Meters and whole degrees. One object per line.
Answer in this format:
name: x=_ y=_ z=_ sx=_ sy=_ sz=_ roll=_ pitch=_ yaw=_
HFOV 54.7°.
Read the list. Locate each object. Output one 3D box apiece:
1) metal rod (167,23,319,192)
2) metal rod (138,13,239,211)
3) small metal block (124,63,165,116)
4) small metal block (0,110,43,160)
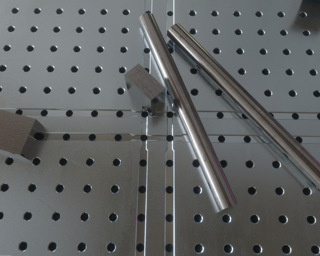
metal rod: x=0.115 y=-0.038 z=0.426 sx=0.025 sy=0.025 sz=0.300 roll=-37 pitch=74 yaw=-12
metal rod: x=0.031 y=-0.035 z=0.424 sx=0.025 sy=0.025 sz=0.299 roll=-19 pitch=71 yaw=-7
small metal block: x=-0.019 y=-0.051 z=0.417 sx=0.025 sy=0.050 sz=0.050 roll=-42 pitch=75 yaw=-13
small metal block: x=-0.192 y=0.009 z=0.407 sx=0.050 sy=0.025 sz=0.050 roll=15 pitch=71 yaw=5
